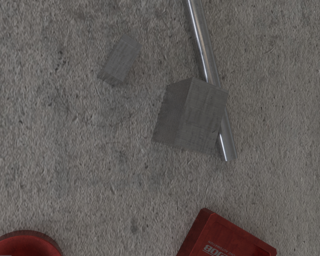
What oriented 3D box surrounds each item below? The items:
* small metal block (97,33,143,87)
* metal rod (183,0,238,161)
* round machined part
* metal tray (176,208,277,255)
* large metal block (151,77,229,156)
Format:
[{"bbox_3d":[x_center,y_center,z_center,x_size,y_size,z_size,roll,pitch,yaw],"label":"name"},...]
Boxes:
[{"bbox_3d":[-0.050,-0.081,0.377,0.025,0.050,0.050,30,80,-18],"label":"small metal block"},{"bbox_3d":[0.064,-0.100,0.432,0.025,0.025,0.298,-16,96,-19],"label":"metal rod"},{"bbox_3d":[-0.156,0.168,0.343,0.099,0.042,0.097,0,90,-20],"label":"round machined part"},{"bbox_3d":[0.095,0.184,0.442,0.130,0.030,0.090,33,79,-17],"label":"metal tray"},{"bbox_3d":[0.035,-0.013,0.393,0.050,0.080,0.080,18,84,-19],"label":"large metal block"}]
